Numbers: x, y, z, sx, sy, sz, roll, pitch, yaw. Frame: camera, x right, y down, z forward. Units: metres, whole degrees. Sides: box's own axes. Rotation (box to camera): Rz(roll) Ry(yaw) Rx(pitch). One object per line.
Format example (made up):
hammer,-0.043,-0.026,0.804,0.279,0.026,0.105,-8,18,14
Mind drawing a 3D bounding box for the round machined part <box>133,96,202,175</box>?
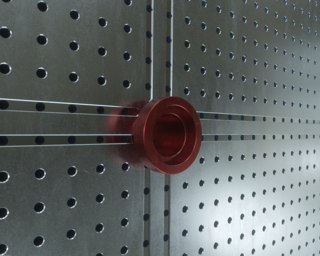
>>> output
round machined part,0.006,0.009,0.402,0.099,0.042,0.097,0,90,-40
